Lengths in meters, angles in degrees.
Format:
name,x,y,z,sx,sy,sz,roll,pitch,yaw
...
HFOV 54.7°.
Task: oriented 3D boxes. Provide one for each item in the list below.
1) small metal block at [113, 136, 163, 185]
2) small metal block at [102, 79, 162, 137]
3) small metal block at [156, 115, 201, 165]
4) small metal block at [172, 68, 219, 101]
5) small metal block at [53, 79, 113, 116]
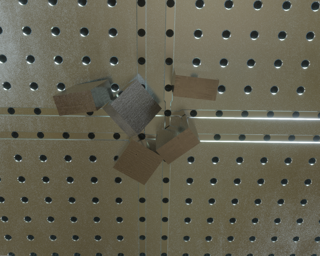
name,x,y,z,sx,sy,sz,roll,pitch,yaw
small metal block,-0.029,0.043,0.429,0.050,0.025,0.050,32,107,-12
small metal block,-0.034,-0.025,0.389,0.050,0.025,0.050,49,61,-16
small metal block,0.022,0.014,0.406,0.050,0.050,0.025,-36,107,12
small metal block,0.041,-0.055,0.381,0.050,0.050,0.025,6,110,-3
small metal block,-0.092,-0.038,0.379,0.050,0.050,0.025,-6,111,18
